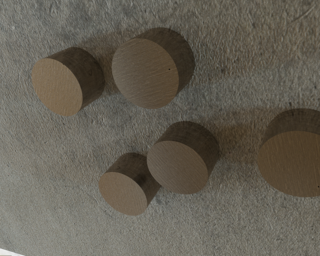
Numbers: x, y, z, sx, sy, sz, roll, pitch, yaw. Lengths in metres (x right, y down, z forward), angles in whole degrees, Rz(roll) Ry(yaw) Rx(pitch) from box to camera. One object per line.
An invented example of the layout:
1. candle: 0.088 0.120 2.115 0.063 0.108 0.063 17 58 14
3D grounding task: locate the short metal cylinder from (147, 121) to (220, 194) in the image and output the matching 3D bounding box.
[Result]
1. short metal cylinder: 0.030 0.038 0.398 0.080 0.050 0.079 13 124 21

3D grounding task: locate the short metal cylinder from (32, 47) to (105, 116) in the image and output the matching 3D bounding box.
1. short metal cylinder: -0.122 -0.063 0.417 0.080 0.050 0.079 13 124 21

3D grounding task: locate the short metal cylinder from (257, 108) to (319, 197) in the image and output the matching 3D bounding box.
1. short metal cylinder: 0.149 0.026 0.328 0.080 0.050 0.079 13 124 21

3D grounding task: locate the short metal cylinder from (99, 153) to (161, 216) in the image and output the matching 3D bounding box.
1. short metal cylinder: -0.044 0.084 0.466 0.080 0.050 0.079 13 124 21

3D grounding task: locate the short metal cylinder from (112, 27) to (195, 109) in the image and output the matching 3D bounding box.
1. short metal cylinder: -0.007 -0.068 0.352 0.080 0.050 0.079 13 124 21
